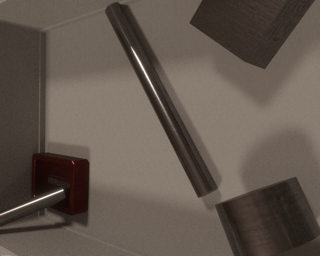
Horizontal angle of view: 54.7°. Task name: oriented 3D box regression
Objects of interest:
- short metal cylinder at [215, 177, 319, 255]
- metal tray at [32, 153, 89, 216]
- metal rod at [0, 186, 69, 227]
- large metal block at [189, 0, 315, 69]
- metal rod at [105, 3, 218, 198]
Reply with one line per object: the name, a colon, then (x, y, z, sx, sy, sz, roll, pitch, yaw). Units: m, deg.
short metal cylinder: (0.098, 0.083, 0.289, 0.080, 0.081, 0.050, -31, 71, 35)
metal tray: (-0.179, 0.094, 0.547, 0.130, 0.030, 0.089, 3, 92, 39)
metal rod: (-0.298, 0.162, 0.502, 0.302, 0.025, 0.025, -21, 72, -8)
large metal block: (0.091, -0.118, 0.315, 0.080, 0.050, 0.080, 46, 117, 30)
metal rod: (-0.007, -0.050, 0.410, 0.025, 0.025, 0.299, -40, 66, 32)
